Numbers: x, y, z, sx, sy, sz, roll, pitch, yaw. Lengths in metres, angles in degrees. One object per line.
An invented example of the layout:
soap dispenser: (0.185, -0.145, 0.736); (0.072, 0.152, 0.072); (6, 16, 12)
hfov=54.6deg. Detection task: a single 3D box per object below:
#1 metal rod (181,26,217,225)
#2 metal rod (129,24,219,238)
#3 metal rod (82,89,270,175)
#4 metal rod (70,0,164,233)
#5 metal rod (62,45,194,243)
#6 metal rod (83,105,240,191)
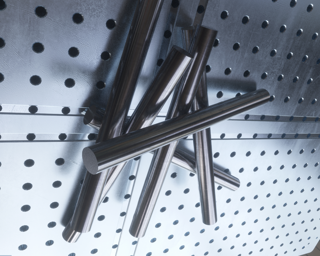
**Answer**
metal rod: (0.058, 0.015, 0.427); (0.025, 0.025, 0.298); (-19, 119, -18)
metal rod: (0.009, 0.021, 0.394); (0.025, 0.025, 0.298); (4, 117, -30)
metal rod: (0.047, -0.009, 0.368); (0.302, 0.025, 0.025); (-19, 129, -41)
metal rod: (-0.047, -0.020, 0.343); (0.025, 0.025, 0.298); (11, 104, -33)
metal rod: (-0.051, 0.036, 0.376); (0.025, 0.025, 0.298); (16, 119, -35)
metal rod: (0.024, 0.041, 0.449); (0.301, 0.025, 0.025); (28, 103, -38)
